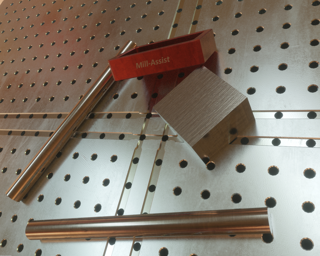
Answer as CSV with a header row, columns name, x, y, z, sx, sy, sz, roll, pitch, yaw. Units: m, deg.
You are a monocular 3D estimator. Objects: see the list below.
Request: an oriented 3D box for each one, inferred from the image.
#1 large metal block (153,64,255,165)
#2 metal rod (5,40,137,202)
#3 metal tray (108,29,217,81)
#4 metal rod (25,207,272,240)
name,x,y,z,sx,sy,sz,roll,pitch,yaw
large metal block,0.053,-0.017,0.375,0.080,0.050,0.080,-42,51,-1
metal rod,-0.130,-0.017,0.484,0.025,0.025,0.300,28,76,37
metal tray,0.005,-0.103,0.433,0.130,0.030,0.090,-7,22,24
metal rod,-0.032,0.112,0.354,0.301,0.025,0.025,-10,58,22
